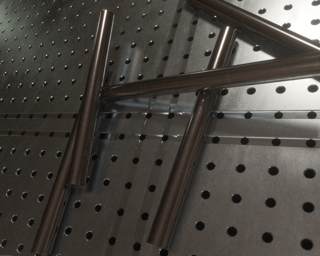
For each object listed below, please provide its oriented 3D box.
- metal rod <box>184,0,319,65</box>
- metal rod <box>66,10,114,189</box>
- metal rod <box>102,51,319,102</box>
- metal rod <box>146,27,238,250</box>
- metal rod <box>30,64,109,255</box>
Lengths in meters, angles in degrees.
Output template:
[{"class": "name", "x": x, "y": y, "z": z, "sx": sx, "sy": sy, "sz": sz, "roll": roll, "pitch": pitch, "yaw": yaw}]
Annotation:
[{"class": "metal rod", "x": 0.126, "y": -0.146, "z": 0.431, "sx": 0.025, "sy": 0.025, "sz": 0.300, "roll": -43, "pitch": 51, "yaw": -2}, {"class": "metal rod", "x": -0.101, "y": -0.058, "z": 0.470, "sx": 0.025, "sy": 0.025, "sz": 0.299, "roll": -8, "pitch": 63, "yaw": 24}, {"class": "metal rod", "x": 0.038, "y": -0.057, "z": 0.392, "sx": 0.300, "sy": 0.025, "sz": 0.025, "roll": -2, "pitch": 60, "yaw": 37}, {"class": "metal rod", "x": 0.047, "y": -0.004, "z": 0.384, "sx": 0.025, "sy": 0.025, "sz": 0.300, "roll": 8, "pitch": 65, "yaw": 31}, {"class": "metal rod", "x": -0.124, "y": 0.027, "z": 0.454, "sx": 0.025, "sy": 0.025, "sz": 0.299, "roll": -3, "pitch": 60, "yaw": 26}]
